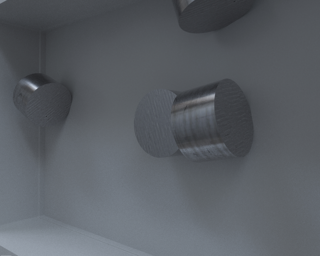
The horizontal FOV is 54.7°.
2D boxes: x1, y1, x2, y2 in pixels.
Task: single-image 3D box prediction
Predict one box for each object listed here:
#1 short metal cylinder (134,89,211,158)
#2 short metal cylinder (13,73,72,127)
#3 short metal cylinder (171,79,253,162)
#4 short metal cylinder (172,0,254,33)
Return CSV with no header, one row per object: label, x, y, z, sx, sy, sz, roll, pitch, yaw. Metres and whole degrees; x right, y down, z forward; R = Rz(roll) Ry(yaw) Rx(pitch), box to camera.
short metal cylinder,0.015,-0.006,0.377,0.080,0.050,0.079,0,90,39
short metal cylinder,-0.202,-0.049,0.534,0.050,0.081,0.079,31,109,35
short metal cylinder,0.056,-0.006,0.323,0.050,0.081,0.080,-13,82,39
short metal cylinder,0.052,-0.144,0.327,0.080,0.081,0.050,-23,76,37
